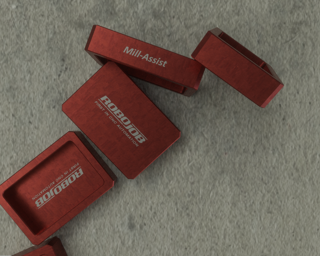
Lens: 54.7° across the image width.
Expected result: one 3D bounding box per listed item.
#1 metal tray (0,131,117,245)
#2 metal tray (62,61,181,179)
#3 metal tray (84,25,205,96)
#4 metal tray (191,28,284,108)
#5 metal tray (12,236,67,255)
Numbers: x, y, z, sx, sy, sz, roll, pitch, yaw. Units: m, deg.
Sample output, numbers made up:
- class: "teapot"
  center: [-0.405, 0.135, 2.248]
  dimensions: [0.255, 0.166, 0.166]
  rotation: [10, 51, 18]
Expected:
- class: "metal tray"
  center: [-0.134, 0.076, 0.405]
  dimensions: [0.130, 0.030, 0.090]
  rotation: [-38, 91, -1]
- class: "metal tray"
  center: [-0.048, -0.010, 0.401]
  dimensions: [0.090, 0.030, 0.130]
  rotation: [-43, 93, 4]
- class: "metal tray"
  center: [-0.016, -0.077, 0.377]
  dimensions: [0.131, 0.090, 0.030]
  rotation: [20, 90, -1]
- class: "metal tray"
  center: [0.089, -0.076, 0.358]
  dimensions: [0.090, 0.130, 0.030]
  rotation: [36, 114, 0]
- class: "metal tray"
  center: [-0.153, 0.222, 0.405]
  dimensions: [0.090, 0.030, 0.129]
  rotation: [-24, 90, -1]
